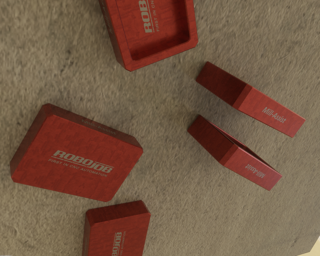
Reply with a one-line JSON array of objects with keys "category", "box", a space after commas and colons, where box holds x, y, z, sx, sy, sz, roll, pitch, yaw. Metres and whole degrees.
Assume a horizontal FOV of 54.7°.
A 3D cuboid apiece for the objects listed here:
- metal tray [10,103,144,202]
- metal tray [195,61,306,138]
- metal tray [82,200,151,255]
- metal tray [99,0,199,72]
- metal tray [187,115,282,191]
[{"category": "metal tray", "box": [-0.096, 0.035, 0.374, 0.131, 0.030, 0.090, 24, 105, -37]}, {"category": "metal tray", "box": [0.120, -0.037, 0.409, 0.131, 0.090, 0.030, 20, 108, -36]}, {"category": "metal tray", "box": [-0.070, 0.177, 0.476, 0.091, 0.030, 0.129, -4, 120, -27]}, {"category": "metal tray", "box": [-0.014, -0.133, 0.314, 0.091, 0.030, 0.129, -24, 128, -14]}, {"category": "metal tray", "box": [0.109, 0.037, 0.449, 0.131, 0.090, 0.030, 29, 102, -38]}]
